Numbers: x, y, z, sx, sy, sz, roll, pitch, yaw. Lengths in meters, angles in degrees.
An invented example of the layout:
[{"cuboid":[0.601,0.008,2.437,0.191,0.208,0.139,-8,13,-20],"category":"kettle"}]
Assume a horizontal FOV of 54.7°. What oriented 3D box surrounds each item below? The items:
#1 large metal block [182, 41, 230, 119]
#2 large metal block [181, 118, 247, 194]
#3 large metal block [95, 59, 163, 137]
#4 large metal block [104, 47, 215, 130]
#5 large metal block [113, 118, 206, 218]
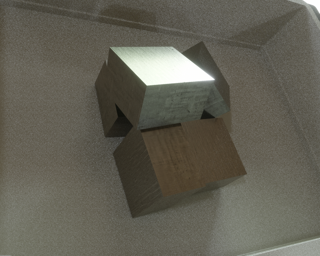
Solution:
[{"cuboid":[0.054,-0.062,0.424,0.080,0.050,0.080,54,26,-20],"category":"large metal block"},{"cuboid":[0.049,0.036,0.391,0.081,0.050,0.080,-6,65,-31],"category":"large metal block"},{"cuboid":[-0.031,-0.036,0.395,0.081,0.050,0.080,-1,62,-29],"category":"large metal block"},{"cuboid":[-0.004,-0.047,0.332,0.081,0.050,0.080,-10,42,-32],"category":"large metal block"},{"cuboid":[-0.005,0.044,0.340,0.050,0.080,0.080,-7,65,-32],"category":"large metal block"}]
